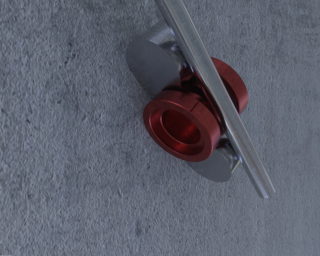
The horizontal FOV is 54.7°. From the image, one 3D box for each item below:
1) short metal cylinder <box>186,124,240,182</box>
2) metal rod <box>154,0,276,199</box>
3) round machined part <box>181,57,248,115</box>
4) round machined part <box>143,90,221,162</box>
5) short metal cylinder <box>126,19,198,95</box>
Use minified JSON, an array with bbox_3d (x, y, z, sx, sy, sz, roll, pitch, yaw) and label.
[{"bbox_3d":[0.077,0.030,0.437,0.050,0.080,0.080,-47,118,-30],"label":"short metal cylinder"},{"bbox_3d":[0.075,-0.026,0.367,0.025,0.025,0.299,-48,119,-29],"label":"metal rod"},{"bbox_3d":[0.064,-0.043,0.414,0.042,0.098,0.098,-45,117,-26],"label":"round machined part"},{"bbox_3d":[0.031,-0.007,0.385,0.042,0.098,0.098,-49,120,-33],"label":"round machined part"},{"bbox_3d":[0.006,-0.084,0.377,0.050,0.080,0.080,-47,118,-30],"label":"short metal cylinder"}]
